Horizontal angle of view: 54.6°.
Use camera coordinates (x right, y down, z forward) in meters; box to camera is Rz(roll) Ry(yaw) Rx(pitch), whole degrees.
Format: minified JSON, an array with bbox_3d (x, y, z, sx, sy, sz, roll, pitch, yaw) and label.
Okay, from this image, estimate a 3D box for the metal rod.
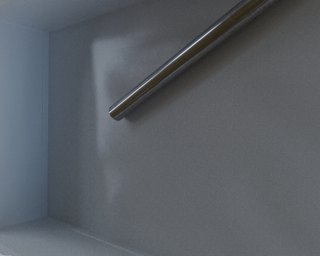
[{"bbox_3d":[0.037,-0.088,0.377,0.299,0.025,0.025,-33,70,35],"label":"metal rod"}]
